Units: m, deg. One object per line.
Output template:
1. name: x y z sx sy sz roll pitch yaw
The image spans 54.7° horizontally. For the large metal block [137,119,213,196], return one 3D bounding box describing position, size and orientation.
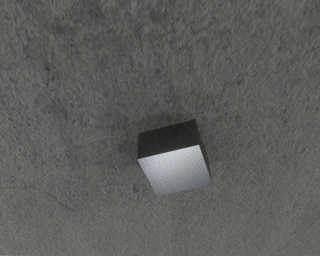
1. large metal block: 0.022 0.043 0.428 0.080 0.050 0.080 -14 129 11
